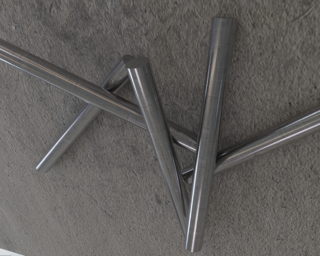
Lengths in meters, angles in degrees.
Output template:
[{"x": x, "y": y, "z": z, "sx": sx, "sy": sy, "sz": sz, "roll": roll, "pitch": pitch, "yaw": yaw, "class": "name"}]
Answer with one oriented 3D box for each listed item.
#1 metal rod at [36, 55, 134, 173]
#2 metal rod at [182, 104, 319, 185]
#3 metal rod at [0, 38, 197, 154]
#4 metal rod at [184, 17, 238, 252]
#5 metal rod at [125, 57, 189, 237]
[{"x": -0.123, "y": -0.004, "z": 0.469, "sx": 0.025, "sy": 0.025, "sz": 0.299, "roll": 46, "pitch": 129, "yaw": -4, "class": "metal rod"}, {"x": 0.139, "y": 0.004, "z": 0.335, "sx": 0.299, "sy": 0.025, "sz": 0.025, "roll": -32, "pitch": 101, "yaw": 38, "class": "metal rod"}, {"x": -0.079, "y": -0.040, "z": 0.389, "sx": 0.301, "sy": 0.025, "sz": 0.025, "roll": 26, "pitch": 128, "yaw": -2, "class": "metal rod"}, {"x": 0.055, "y": 0.027, "z": 0.367, "sx": 0.025, "sy": 0.025, "sz": 0.298, "roll": 14, "pitch": 116, "yaw": 21, "class": "metal rod"}, {"x": 0.013, "y": 0.050, "z": 0.396, "sx": 0.025, "sy": 0.025, "sz": 0.299, "roll": 4, "pitch": 131, "yaw": 26, "class": "metal rod"}]
